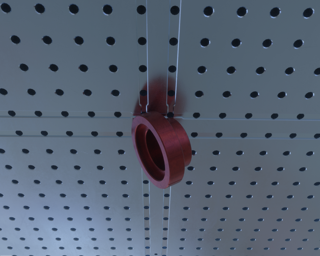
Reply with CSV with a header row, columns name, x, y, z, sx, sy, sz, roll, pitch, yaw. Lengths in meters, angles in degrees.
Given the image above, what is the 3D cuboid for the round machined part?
name,x,y,z,sx,sy,sz,roll,pitch,yaw
round machined part,0.005,0.025,0.397,0.042,0.098,0.097,-19,136,-25
